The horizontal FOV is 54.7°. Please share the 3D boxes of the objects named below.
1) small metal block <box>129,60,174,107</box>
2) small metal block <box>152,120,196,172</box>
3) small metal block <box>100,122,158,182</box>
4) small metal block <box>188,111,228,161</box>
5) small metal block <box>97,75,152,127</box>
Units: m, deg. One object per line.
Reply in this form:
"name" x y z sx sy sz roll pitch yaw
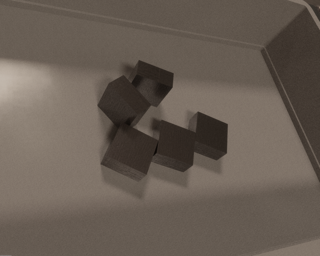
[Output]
"small metal block" -0.016 -0.058 0.418 0.050 0.050 0.025 18 55 -19
"small metal block" 0.016 0.024 0.402 0.050 0.025 0.050 20 54 -17
"small metal block" -0.036 0.029 0.370 0.050 0.025 0.050 28 52 -11
"small metal block" 0.067 0.011 0.437 0.050 0.025 0.050 22 54 -16
"small metal block" -0.045 -0.028 0.384 0.050 0.050 0.025 47 51 4
